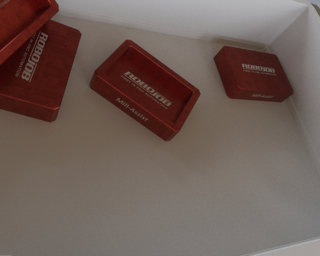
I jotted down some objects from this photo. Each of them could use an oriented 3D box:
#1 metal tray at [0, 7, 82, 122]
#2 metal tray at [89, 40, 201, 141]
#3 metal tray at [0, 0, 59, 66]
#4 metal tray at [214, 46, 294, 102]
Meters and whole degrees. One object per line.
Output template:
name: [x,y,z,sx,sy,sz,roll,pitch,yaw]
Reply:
metal tray: [-0.153,-0.078,0.368,0.091,0.030,0.130,17,55,-19]
metal tray: [-0.017,-0.053,0.425,0.130,0.030,0.090,36,51,-5]
metal tray: [-0.173,-0.127,0.317,0.090,0.030,0.130,57,42,-35]
metal tray: [0.167,-0.094,0.549,0.131,0.030,0.090,1,61,-28]
